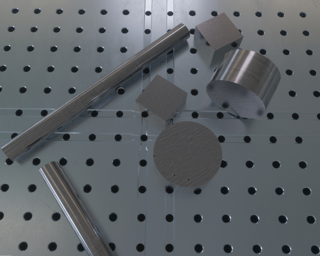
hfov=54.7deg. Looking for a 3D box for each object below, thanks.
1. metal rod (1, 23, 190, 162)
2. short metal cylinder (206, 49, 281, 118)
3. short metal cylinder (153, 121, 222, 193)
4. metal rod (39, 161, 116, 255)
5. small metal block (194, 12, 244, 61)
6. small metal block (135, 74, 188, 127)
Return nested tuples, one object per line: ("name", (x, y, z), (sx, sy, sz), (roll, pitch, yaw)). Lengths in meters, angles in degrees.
("metal rod", (-0.079, -0.056, 0.431), (0.301, 0.025, 0.025), (-38, 75, -13))
("short metal cylinder", (0.108, -0.056, 0.404), (0.080, 0.080, 0.050), (28, 73, 9))
("short metal cylinder", (0.032, 0.038, 0.385), (0.081, 0.050, 0.080), (0, 70, 0))
("metal rod", (-0.054, 0.164, 0.351), (0.025, 0.025, 0.300), (-34, 74, -12))
("small metal block", (0.087, -0.137, 0.462), (0.050, 0.025, 0.050), (-28, 73, -10))
("small metal block", (0.002, -0.037, 0.425), (0.050, 0.025, 0.050), (34, 73, 11))
